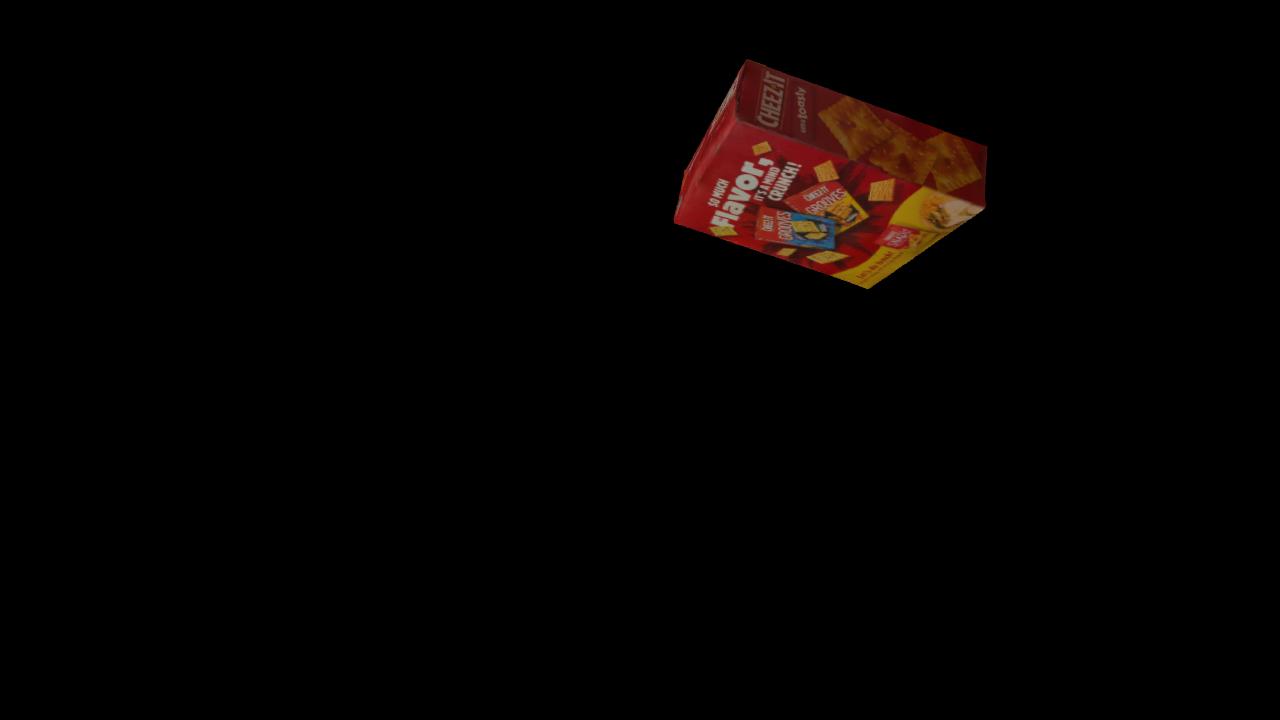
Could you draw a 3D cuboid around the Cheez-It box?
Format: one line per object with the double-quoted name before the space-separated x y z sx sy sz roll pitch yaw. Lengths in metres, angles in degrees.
"Cheez-It box" 0.160 -0.154 0.557 0.223 0.071 0.166 16 -20 -9
